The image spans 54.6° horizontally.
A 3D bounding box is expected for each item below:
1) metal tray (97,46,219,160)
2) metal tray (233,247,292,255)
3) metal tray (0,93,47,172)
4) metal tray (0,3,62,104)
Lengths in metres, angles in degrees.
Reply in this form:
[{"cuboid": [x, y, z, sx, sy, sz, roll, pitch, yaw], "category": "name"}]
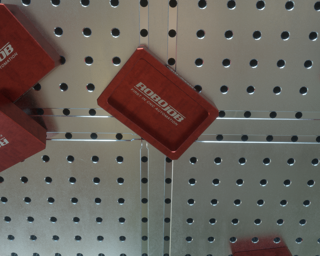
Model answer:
[{"cuboid": [-0.002, -0.030, 0.399, 0.130, 0.030, 0.090, 38, 106, -13], "category": "metal tray"}, {"cuboid": [0.171, 0.261, 0.507, 0.090, 0.030, 0.129, -8, 110, 2], "category": "metal tray"}, {"cuboid": [-0.226, 0.019, 0.395, 0.130, 0.030, 0.090, -27, 137, 9], "category": "metal tray"}, {"cuboid": [-0.201, -0.076, 0.381, 0.130, 0.030, 0.090, -36, 106, 12], "category": "metal tray"}]
